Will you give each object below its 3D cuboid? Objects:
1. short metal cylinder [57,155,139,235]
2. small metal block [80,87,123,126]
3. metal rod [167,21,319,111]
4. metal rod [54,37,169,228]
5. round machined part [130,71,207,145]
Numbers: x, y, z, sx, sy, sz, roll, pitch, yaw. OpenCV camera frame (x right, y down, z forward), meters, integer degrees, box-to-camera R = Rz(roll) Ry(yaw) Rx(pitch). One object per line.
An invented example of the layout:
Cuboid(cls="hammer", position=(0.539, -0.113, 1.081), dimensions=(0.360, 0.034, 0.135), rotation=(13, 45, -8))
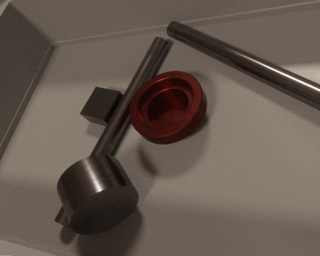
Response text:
Cuboid(cls="short metal cylinder", position=(-0.072, 0.077, 0.359), dimensions=(0.080, 0.080, 0.050), rotation=(-39, 51, 1))
Cuboid(cls="small metal block", position=(-0.084, -0.032, 0.467), dimensions=(0.050, 0.025, 0.050), rotation=(14, 69, 33))
Cuboid(cls="metal rod", position=(0.112, -0.082, 0.396), dimensions=(0.025, 0.025, 0.300), rotation=(-47, 52, -5))
Cuboid(cls="metal rod", position=(-0.060, -0.006, 0.439), dimensions=(0.025, 0.025, 0.300), rotation=(14, 69, 33))
Cuboid(cls="round machined part", position=(0.014, -0.022, 0.400), dimensions=(0.098, 0.042, 0.098), rotation=(-13, 56, 20))
